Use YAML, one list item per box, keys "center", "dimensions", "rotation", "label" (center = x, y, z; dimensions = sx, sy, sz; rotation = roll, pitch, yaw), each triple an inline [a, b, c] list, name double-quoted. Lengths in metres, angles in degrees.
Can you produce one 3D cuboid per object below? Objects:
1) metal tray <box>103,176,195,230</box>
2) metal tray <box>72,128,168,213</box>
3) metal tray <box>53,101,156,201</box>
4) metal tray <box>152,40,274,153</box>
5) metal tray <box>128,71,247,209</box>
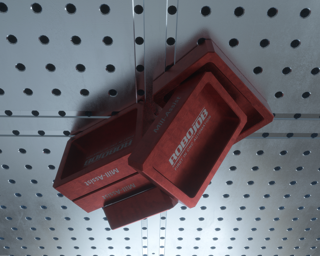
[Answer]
- center: [-0.007, 0.093, 0.430]
  dimensions: [0.090, 0.131, 0.030]
  rotation: [-25, 84, 20]
  label: "metal tray"
- center: [-0.050, 0.048, 0.407]
  dimensions: [0.130, 0.090, 0.030]
  rotation: [-26, 126, 20]
  label: "metal tray"
- center: [-0.067, 0.028, 0.391]
  dimensions: [0.130, 0.090, 0.030]
  rotation: [-26, 126, 20]
  label: "metal tray"
- center: [0.066, -0.032, 0.380]
  dimensions: [0.090, 0.030, 0.130]
  rotation: [-36, 122, 26]
  label: "metal tray"
- center: [0.036, 0.012, 0.348]
  dimensions: [0.090, 0.030, 0.130]
  rotation: [43, 73, -30]
  label: "metal tray"
